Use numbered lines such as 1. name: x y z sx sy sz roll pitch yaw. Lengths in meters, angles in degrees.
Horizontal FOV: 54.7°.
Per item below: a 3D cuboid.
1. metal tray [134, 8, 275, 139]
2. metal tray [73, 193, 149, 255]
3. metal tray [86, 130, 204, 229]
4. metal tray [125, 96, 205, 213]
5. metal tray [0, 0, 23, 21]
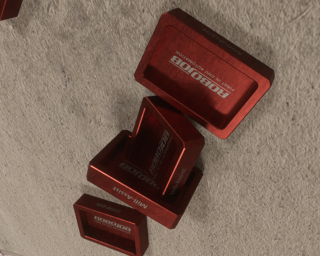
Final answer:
1. metal tray: 0.045 -0.058 0.342 0.130 0.030 0.089 35 129 4
2. metal tray: -0.087 0.175 0.555 0.130 0.030 0.089 11 123 21
3. metal tray: -0.018 0.063 0.411 0.130 0.090 0.030 28 129 10
4. metal tray: -0.002 0.035 0.389 0.090 0.030 0.129 52 137 35
5. metal tray: -0.229 -0.213 0.389 0.130 0.030 0.090 43 129 -2
